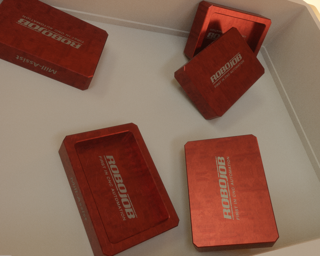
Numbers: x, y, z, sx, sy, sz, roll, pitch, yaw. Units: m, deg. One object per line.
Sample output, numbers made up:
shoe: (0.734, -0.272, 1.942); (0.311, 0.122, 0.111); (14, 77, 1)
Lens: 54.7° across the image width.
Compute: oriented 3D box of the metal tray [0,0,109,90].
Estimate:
metal tray: (-0.141, -0.112, 0.395); (0.131, 0.030, 0.090); (21, 54, -16)

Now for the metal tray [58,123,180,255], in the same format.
metal tray: (-0.046, 0.063, 0.340); (0.091, 0.030, 0.130); (-13, 68, -34)

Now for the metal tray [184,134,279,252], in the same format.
metal tray: (0.080, 0.075, 0.371); (0.090, 0.030, 0.130); (-7, 58, 7)

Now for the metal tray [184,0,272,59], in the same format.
metal tray: (0.113, -0.151, 0.517); (0.131, 0.089, 0.030); (1, 33, -28)

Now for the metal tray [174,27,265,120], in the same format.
metal tray: (0.095, -0.085, 0.477); (0.131, 0.030, 0.090); (-42, 100, -26)
